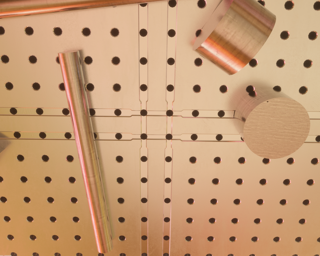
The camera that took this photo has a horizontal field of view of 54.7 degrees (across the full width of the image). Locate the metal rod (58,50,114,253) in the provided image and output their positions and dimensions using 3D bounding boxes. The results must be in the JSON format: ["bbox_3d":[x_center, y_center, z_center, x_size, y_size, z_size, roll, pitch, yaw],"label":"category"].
[{"bbox_3d":[-0.098,0.046,0.429,0.025,0.025,0.298,-5,110,2],"label":"metal rod"}]

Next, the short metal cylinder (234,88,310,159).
[{"bbox_3d":[0.141,-0.007,0.399,0.081,0.050,0.079,0,110,0],"label":"short metal cylinder"}]

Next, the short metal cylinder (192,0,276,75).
[{"bbox_3d":[0.080,-0.106,0.345,0.050,0.080,0.080,32,107,-11],"label":"short metal cylinder"}]

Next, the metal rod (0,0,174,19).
[{"bbox_3d":[-0.063,-0.152,0.356,0.302,0.025,0.025,-6,110,2],"label":"metal rod"}]

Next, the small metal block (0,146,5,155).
[{"bbox_3d":[-0.254,0.037,0.425,0.050,0.025,0.050,37,106,-13],"label":"small metal block"}]
